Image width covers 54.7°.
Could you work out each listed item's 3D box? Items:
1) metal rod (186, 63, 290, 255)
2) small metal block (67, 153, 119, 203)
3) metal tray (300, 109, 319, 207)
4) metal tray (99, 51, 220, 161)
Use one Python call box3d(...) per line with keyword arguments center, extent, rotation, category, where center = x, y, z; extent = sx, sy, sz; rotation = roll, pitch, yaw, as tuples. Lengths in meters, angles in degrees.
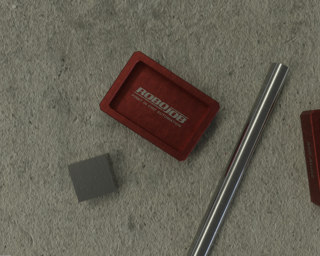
box3d(center=(0.100, 0.055, 0.411), extent=(0.025, 0.025, 0.299), rotation=(24, 90, -1), category="metal rod")
box3d(center=(-0.087, 0.064, 0.409), extent=(0.050, 0.025, 0.050), rotation=(-17, 90, -1), category="small metal block")
box3d(center=(0.244, 0.036, 0.410), extent=(0.091, 0.030, 0.129), rotation=(-7, 90, -1), category="metal tray")
box3d(center=(0.000, -0.028, 0.407), extent=(0.130, 0.030, 0.090), rotation=(33, 90, -1), category="metal tray")
